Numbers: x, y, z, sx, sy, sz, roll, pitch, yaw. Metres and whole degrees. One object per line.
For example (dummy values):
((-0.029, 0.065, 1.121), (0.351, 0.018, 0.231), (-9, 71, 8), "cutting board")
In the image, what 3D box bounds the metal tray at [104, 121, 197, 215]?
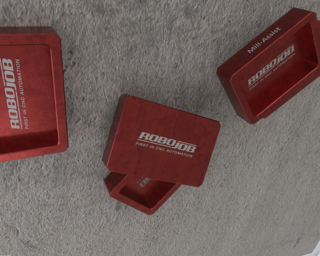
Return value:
((-0.002, 0.055, 0.436), (0.130, 0.030, 0.090), (-47, 129, 5), "metal tray")

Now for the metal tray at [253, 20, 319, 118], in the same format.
((0.179, -0.085, 0.448), (0.130, 0.030, 0.090), (-37, 129, -3), "metal tray")

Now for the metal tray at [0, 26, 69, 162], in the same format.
((-0.143, -0.031, 0.306), (0.091, 0.030, 0.129), (-9, 122, -24), "metal tray")

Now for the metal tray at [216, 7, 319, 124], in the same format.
((0.144, -0.076, 0.395), (0.130, 0.030, 0.090), (-39, 129, -2), "metal tray")

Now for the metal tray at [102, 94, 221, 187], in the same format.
((0.004, 0.018, 0.386), (0.131, 0.030, 0.089), (15, 95, -24), "metal tray")
